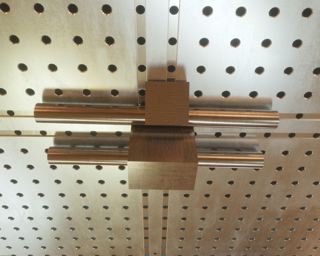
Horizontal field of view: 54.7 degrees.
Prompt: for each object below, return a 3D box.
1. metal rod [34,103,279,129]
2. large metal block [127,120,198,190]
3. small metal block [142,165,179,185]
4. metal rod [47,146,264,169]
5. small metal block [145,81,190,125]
[{"bbox_3d":[-0.002,-0.015,0.393,0.302,0.025,0.025,2,130,-2],"label":"metal rod"},{"bbox_3d":[0.003,0.032,0.397,0.081,0.080,0.050,1,130,-2],"label":"large metal block"},{"bbox_3d":[0.000,0.069,0.450,0.050,0.025,0.050,2,168,-2],"label":"small metal block"},{"bbox_3d":[-0.005,0.043,0.444,0.302,0.025,0.025,2,130,-2],"label":"metal rod"},{"bbox_3d":[0.008,-0.029,0.367,0.050,0.025,0.050,1,96,-1],"label":"small metal block"}]
